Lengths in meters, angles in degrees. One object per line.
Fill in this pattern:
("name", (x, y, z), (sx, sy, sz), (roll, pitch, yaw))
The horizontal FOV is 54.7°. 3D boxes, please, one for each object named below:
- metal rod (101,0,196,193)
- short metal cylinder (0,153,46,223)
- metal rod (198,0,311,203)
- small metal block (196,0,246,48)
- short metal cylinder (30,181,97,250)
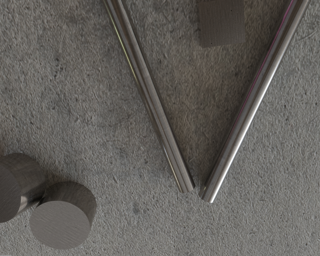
("metal rod", (-0.014, -0.046, 0.392), (0.025, 0.025, 0.299), (-19, 109, 7))
("short metal cylinder", (-0.202, 0.077, 0.411), (0.080, 0.050, 0.079), (2, 99, 14))
("metal rod", (0.117, -0.032, 0.398), (0.025, 0.025, 0.298), (18, 109, -7))
("small metal block", (0.071, -0.124, 0.365), (0.050, 0.025, 0.050), (-8, 110, 2))
("short metal cylinder", (-0.135, 0.123, 0.441), (0.081, 0.050, 0.079), (0, 110, 0))
